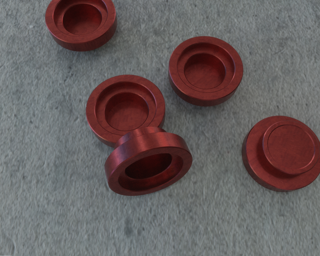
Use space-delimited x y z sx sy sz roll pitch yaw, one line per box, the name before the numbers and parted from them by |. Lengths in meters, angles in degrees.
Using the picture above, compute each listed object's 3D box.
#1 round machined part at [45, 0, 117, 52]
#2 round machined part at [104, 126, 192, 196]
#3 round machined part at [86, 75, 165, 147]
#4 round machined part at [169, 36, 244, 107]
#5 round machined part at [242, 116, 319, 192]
round machined part | -0.112 -0.153 0.454 0.099 0.042 0.098 0 70 -1
round machined part | -0.016 0.035 0.359 0.099 0.098 0.042 -17 54 -7
round machined part | -0.042 -0.017 0.402 0.099 0.042 0.098 0 65 1
round machined part | 0.061 -0.074 0.427 0.099 0.042 0.098 0 70 -1
round machined part | 0.157 0.029 0.390 0.099 0.042 0.098 0 70 -1
